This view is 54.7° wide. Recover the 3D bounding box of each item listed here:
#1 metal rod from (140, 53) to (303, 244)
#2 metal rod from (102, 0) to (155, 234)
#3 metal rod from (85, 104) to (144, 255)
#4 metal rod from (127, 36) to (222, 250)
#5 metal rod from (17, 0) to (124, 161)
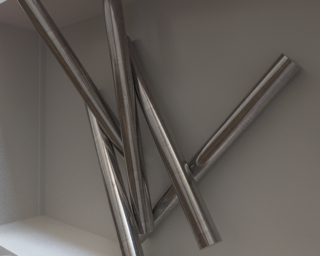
[{"bbox_3d":[0.048,0.042,0.365,0.025,0.025,0.298,51,119,27],"label":"metal rod"},{"bbox_3d":[-0.041,-0.019,0.395,0.025,0.025,0.298,-11,86,39],"label":"metal rod"},{"bbox_3d":[-0.067,0.055,0.415,0.025,0.025,0.299,-45,50,30],"label":"metal rod"},{"bbox_3d":[-0.001,-0.003,0.382,0.025,0.025,0.299,-42,58,32],"label":"metal rod"},{"bbox_3d":[-0.115,-0.078,0.416,0.025,0.025,0.299,-27,100,37],"label":"metal rod"}]
